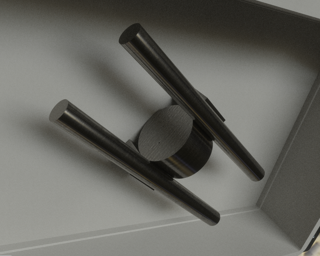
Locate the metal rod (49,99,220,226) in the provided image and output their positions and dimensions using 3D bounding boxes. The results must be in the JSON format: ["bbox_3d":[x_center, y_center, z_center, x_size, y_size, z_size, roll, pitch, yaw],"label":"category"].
[{"bbox_3d":[-0.006,0.061,0.379,0.025,0.025,0.300,-46,129,3],"label":"metal rod"}]

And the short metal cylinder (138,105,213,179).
[{"bbox_3d":[0.020,0.018,0.394,0.080,0.080,0.050,-45,130,3],"label":"short metal cylinder"}]

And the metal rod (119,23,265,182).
[{"bbox_3d":[0.059,-0.007,0.372,0.025,0.025,0.300,-46,130,3],"label":"metal rod"}]

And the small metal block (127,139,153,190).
[{"bbox_3d":[-0.024,0.049,0.409,0.025,0.050,0.050,-45,130,3],"label":"small metal block"}]

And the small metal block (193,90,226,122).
[{"bbox_3d":[0.051,-0.026,0.403,0.025,0.050,0.050,-45,130,3],"label":"small metal block"}]
